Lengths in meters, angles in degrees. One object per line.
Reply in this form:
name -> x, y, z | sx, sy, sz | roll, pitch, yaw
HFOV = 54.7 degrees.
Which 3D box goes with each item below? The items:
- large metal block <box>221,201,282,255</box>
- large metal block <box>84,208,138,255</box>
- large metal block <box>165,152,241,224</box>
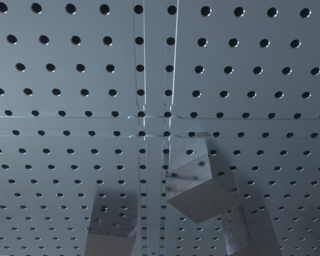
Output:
large metal block -> 0.157, 0.186, 0.537 | 0.080, 0.080, 0.050 | 33, 123, -25
large metal block -> -0.089, 0.193, 0.559 | 0.081, 0.050, 0.079 | 10, 129, -9
large metal block -> 0.065, 0.095, 0.477 | 0.080, 0.050, 0.080 | -32, 124, 23
